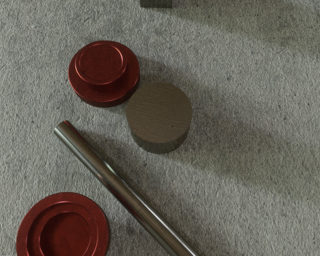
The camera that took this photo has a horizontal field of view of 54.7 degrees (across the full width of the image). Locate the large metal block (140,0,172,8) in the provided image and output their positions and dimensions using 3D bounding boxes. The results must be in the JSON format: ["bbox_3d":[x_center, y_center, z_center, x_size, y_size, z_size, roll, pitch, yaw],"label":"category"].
[{"bbox_3d":[-0.004,-0.241,0.467,0.050,0.080,0.080,3,70,1],"label":"large metal block"}]

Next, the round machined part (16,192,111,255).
[{"bbox_3d":[-0.105,0.125,0.353,0.099,0.042,0.098,0,70,0],"label":"round machined part"}]

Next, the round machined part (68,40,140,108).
[{"bbox_3d":[-0.078,-0.081,0.428,0.099,0.042,0.098,0,70,0],"label":"round machined part"}]

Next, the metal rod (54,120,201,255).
[{"bbox_3d":[-0.022,0.098,0.371,0.300,0.025,0.025,43,75,14],"label":"metal rod"}]

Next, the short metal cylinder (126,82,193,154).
[{"bbox_3d":[-0.001,-0.012,0.399,0.081,0.050,0.080,0,70,0],"label":"short metal cylinder"}]
